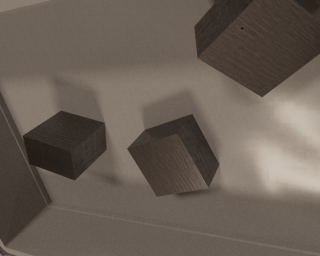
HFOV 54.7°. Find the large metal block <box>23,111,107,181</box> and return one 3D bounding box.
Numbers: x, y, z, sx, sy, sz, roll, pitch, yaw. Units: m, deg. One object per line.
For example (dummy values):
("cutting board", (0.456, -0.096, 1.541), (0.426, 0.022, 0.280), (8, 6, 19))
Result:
("large metal block", (-0.136, 0.022, 0.457), (0.080, 0.080, 0.050), (15, 125, 19))

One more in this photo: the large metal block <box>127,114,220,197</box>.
("large metal block", (0.019, 0.038, 0.405), (0.080, 0.050, 0.080), (-19, 109, 35))

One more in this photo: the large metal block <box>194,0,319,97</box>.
("large metal block", (0.088, -0.084, 0.272), (0.080, 0.050, 0.080), (25, 134, -25))
